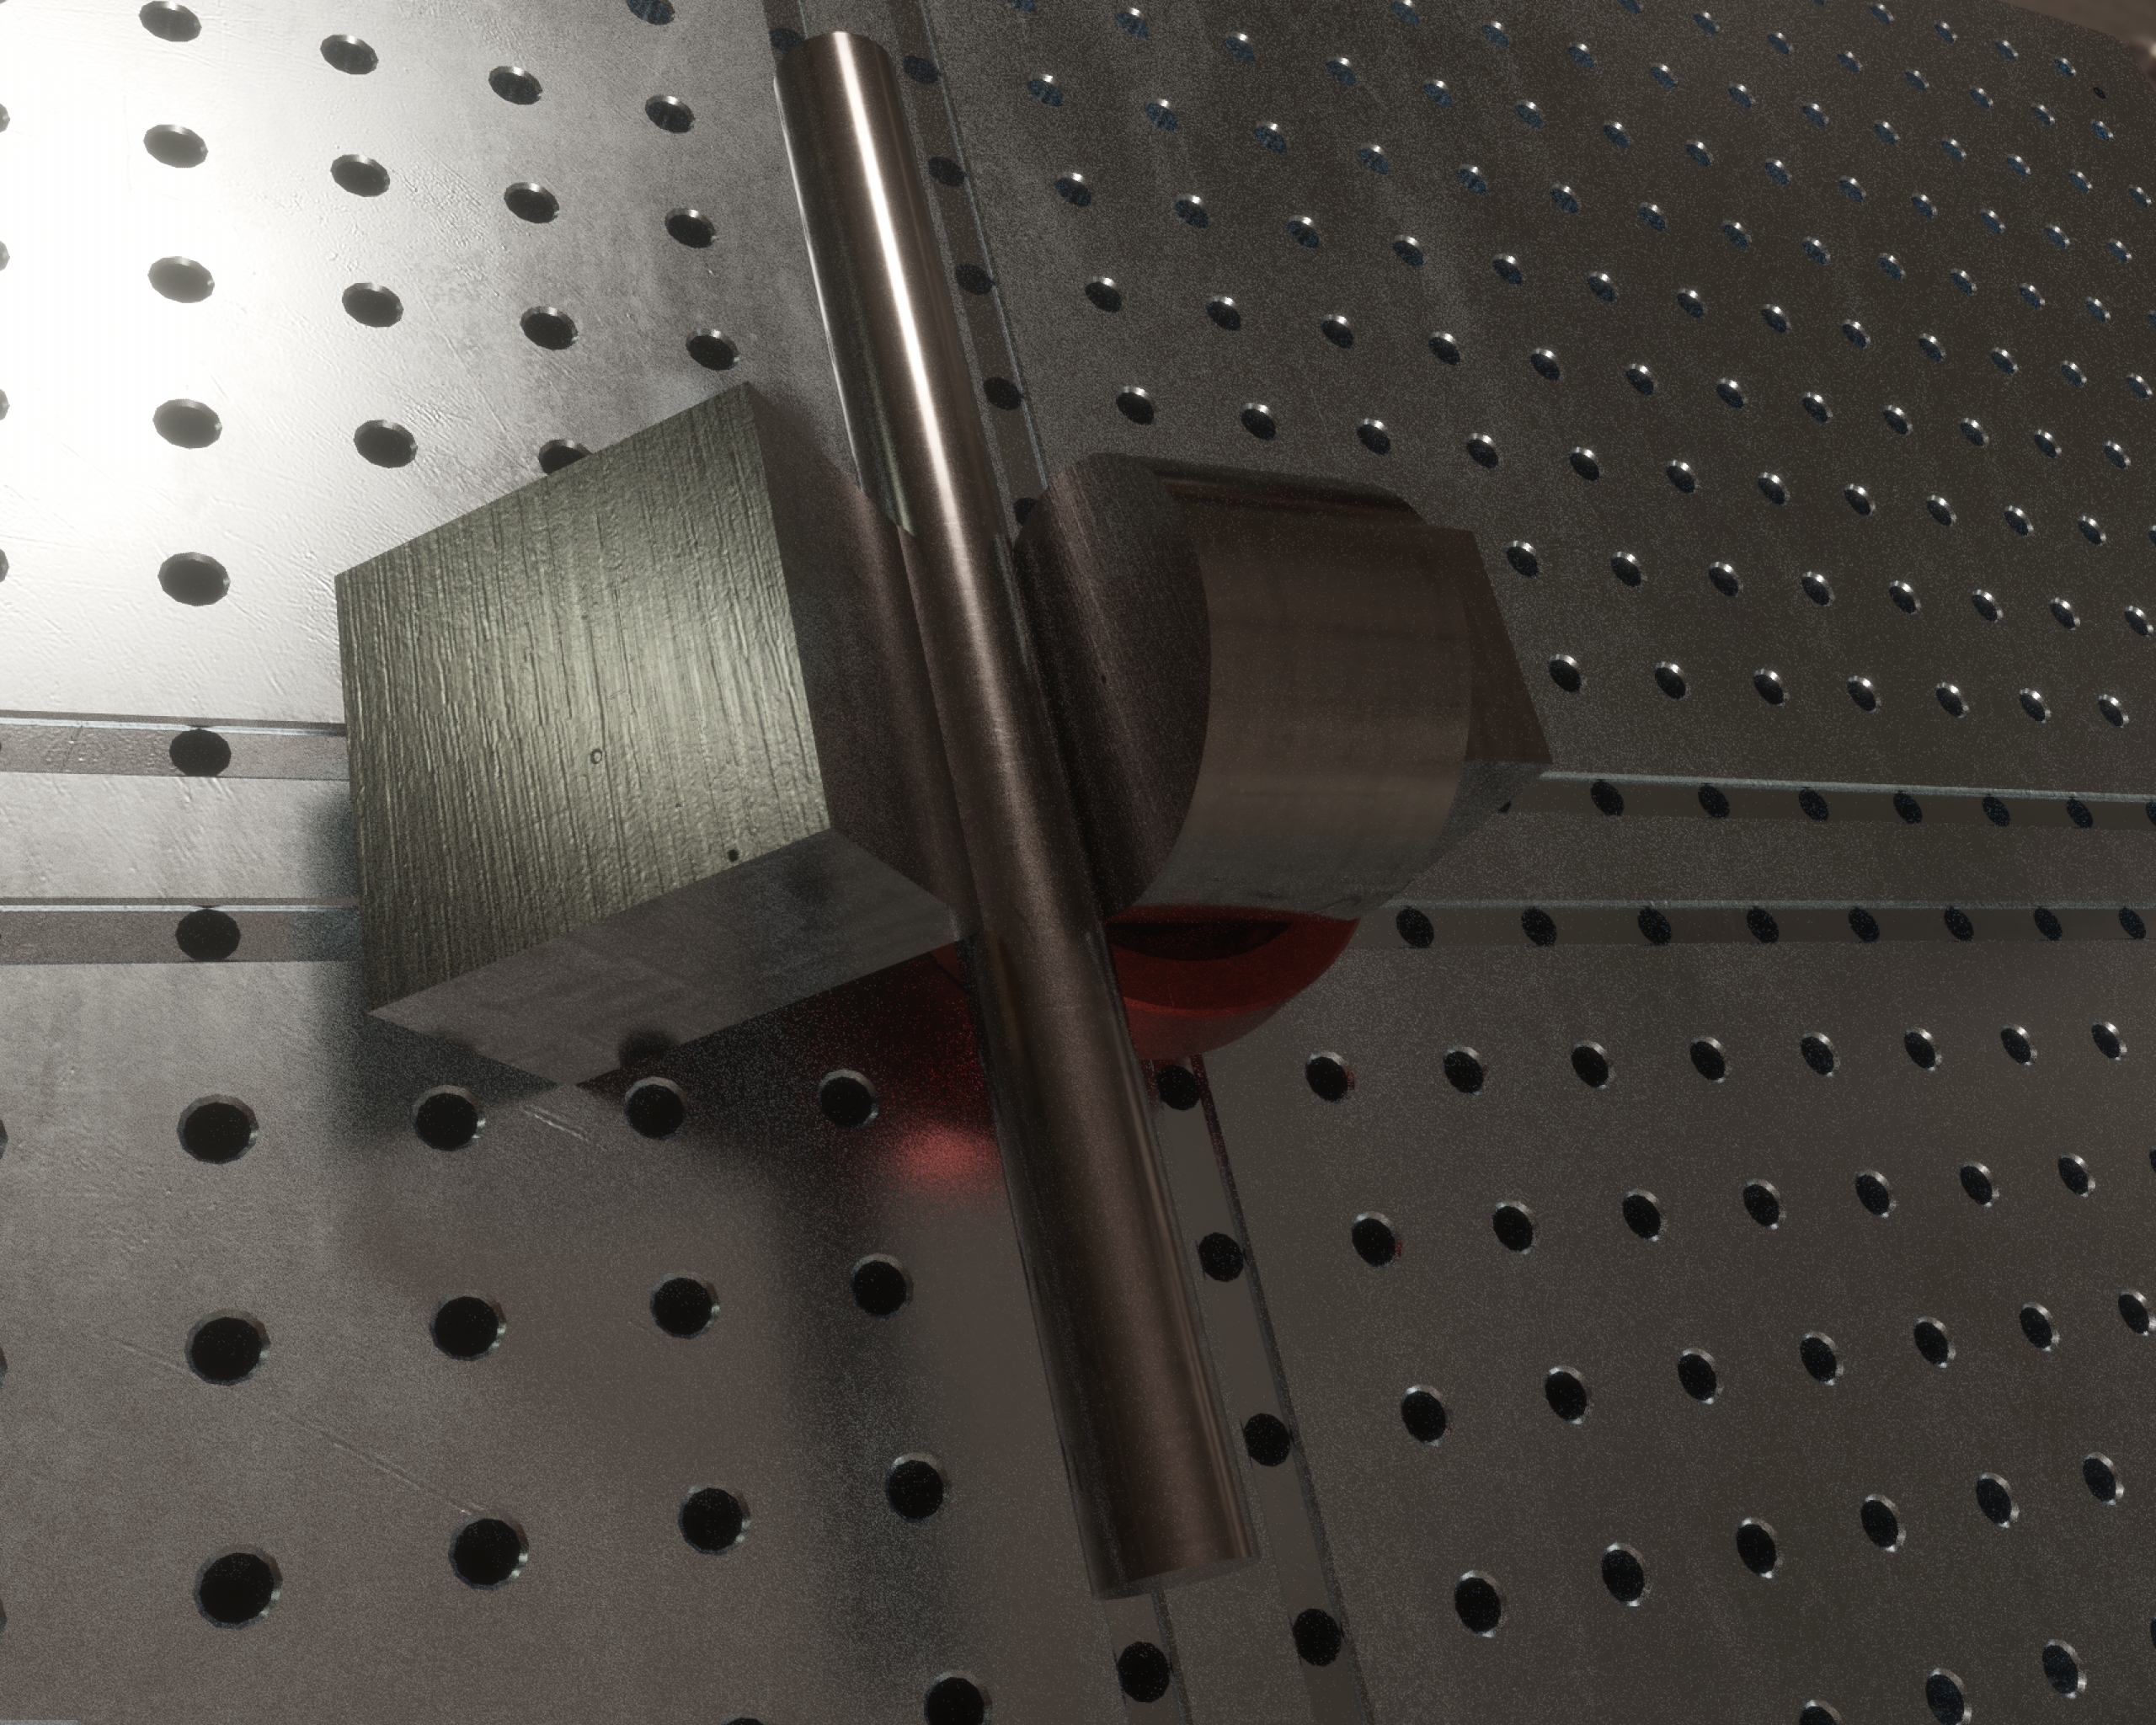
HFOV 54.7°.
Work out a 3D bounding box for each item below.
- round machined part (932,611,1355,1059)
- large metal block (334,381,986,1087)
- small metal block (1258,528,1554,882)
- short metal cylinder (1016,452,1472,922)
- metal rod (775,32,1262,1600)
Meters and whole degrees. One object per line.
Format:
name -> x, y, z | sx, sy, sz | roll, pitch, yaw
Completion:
round machined part -> 0.004, -0.006, 0.403 | 0.099, 0.042, 0.098 | 14, 56, -21
large metal block -> -0.069, -0.018, 0.340 | 0.050, 0.080, 0.080 | 40, 33, -60
small metal block -> 0.056, -0.028, 0.387 | 0.025, 0.050, 0.050 | 1, 62, -28
short metal cylinder -> 0.024, -0.029, 0.366 | 0.050, 0.080, 0.080 | 1, 62, -28
metal rod -> -0.018, -0.028, 0.364 | 0.025, 0.025, 0.299 | 1, 61, -28
